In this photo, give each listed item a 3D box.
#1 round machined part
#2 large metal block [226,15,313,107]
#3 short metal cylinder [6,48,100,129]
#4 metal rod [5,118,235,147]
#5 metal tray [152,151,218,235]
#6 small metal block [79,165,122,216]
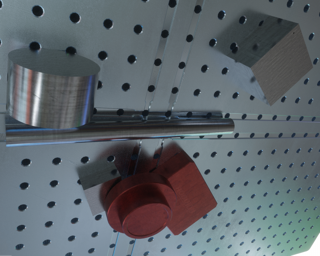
[{"bbox_3d":[-0.023,0.111,0.420,0.099,0.042,0.097,-12,126,-16],"label":"round machined part"},{"bbox_3d":[0.151,-0.091,0.424,0.080,0.050,0.080,-43,130,1],"label":"large metal block"},{"bbox_3d":[-0.102,-0.040,0.296,0.081,0.080,0.050,0,118,-29],"label":"short metal cylinder"},{"bbox_3d":[-0.029,0.003,0.398,0.303,0.025,0.025,-2,120,-28],"label":"metal rod"},{"bbox_3d":[0.031,0.107,0.493,0.090,0.030,0.130,-35,129,-5],"label":"metal tray"},{"bbox_3d":[-0.077,0.085,0.424,0.050,0.025,0.050,-20,126,-17],"label":"small metal block"}]
